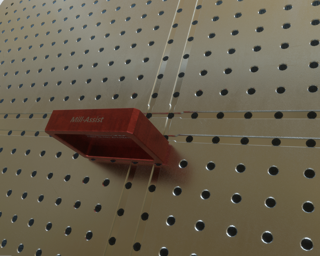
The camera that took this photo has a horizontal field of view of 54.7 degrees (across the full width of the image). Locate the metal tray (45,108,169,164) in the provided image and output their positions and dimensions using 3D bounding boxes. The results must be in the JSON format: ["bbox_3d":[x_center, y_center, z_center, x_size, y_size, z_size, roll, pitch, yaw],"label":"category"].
[{"bbox_3d":[-0.066,0.011,0.392,0.130,0.090,0.030,0,62,28],"label":"metal tray"}]
